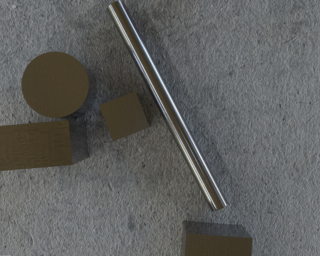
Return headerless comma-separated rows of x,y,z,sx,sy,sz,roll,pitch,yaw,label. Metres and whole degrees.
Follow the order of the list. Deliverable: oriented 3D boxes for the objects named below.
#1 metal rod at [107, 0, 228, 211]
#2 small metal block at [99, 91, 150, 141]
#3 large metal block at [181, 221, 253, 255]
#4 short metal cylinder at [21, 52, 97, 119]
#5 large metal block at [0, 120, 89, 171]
0.010,-0.029,0.410,0.025,0.025,0.299,-27,90,0,metal rod
-0.046,-0.015,0.409,0.050,0.025,0.050,-21,90,-1,small metal block
0.069,0.170,0.399,0.081,0.050,0.079,5,90,-1,large metal block
-0.126,-0.052,0.396,0.081,0.050,0.079,0,90,-1,short metal cylinder
-0.139,0.019,0.381,0.081,0.080,0.050,-5,90,-1,large metal block
